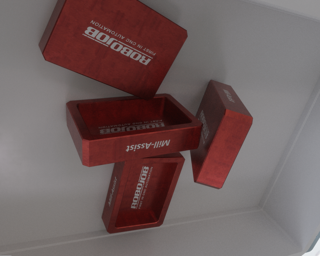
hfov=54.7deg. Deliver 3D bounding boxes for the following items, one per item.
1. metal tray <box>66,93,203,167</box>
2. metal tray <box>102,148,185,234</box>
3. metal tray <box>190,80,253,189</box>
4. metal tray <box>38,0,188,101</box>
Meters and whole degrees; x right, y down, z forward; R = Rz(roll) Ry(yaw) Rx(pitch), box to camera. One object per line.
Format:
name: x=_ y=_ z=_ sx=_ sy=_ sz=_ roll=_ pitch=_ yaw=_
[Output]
metal tray: x=-0.030 y=-0.004 z=0.347 sx=0.131 sy=0.090 sz=0.030 roll=-7 pitch=122 yaw=-25
metal tray: x=-0.025 y=0.088 z=0.445 sx=0.091 sy=0.030 sz=0.129 roll=2 pitch=118 yaw=-30
metal tray: x=0.067 y=0.001 z=0.378 sx=0.030 sy=0.130 sz=0.089 roll=17 pitch=112 yaw=-5
metal tray: x=-0.045 y=-0.091 z=0.324 sx=0.131 sy=0.030 sz=0.090 roll=19 pitch=108 yaw=-36
